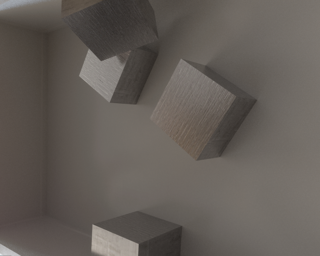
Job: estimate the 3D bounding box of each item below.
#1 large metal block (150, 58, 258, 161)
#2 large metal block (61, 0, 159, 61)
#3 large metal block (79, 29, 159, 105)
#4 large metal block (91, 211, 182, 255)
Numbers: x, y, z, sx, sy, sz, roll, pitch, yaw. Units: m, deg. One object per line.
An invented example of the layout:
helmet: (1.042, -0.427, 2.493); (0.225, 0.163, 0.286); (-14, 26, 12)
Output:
large metal block: (0.047, -0.021, 0.352); (0.080, 0.050, 0.080); (43, 116, 31)
large metal block: (-0.056, -0.134, 0.364); (0.080, 0.080, 0.050); (-16, 62, 16)
large metal block: (-0.061, -0.089, 0.441); (0.080, 0.050, 0.079); (40, 114, 32)
large metal block: (-0.029, 0.148, 0.395); (0.080, 0.081, 0.050); (5, 94, 40)
